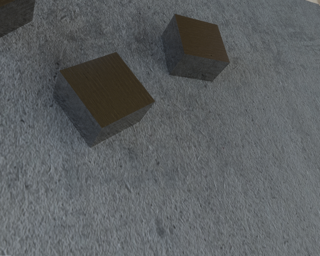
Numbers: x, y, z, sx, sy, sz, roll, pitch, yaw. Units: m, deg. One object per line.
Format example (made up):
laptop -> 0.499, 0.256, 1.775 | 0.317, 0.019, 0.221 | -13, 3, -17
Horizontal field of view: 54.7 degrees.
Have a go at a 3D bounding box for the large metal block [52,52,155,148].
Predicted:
large metal block -> -0.068, -0.035, 0.373 | 0.081, 0.050, 0.080 | -31, 79, -38

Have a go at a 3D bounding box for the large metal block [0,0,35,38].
large metal block -> -0.211, -0.156, 0.369 | 0.080, 0.050, 0.080 | 39, 51, -2

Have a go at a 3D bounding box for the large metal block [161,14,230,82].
large metal block -> 0.054, -0.126, 0.494 | 0.081, 0.050, 0.080 | 4, 60, -26
